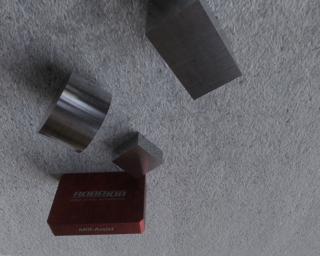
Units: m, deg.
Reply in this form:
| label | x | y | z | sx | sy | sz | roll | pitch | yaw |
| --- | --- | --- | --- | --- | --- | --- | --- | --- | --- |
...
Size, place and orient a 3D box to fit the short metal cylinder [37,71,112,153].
| label | x | y | z | sx | sy | sz | roll | pitch | yaw |
| --- | --- | --- | --- | --- | --- | --- | --- | --- | --- |
| short metal cylinder | -0.098 | -0.018 | 0.355 | 0.050 | 0.080 | 0.080 | 30 | 124 | -23 |

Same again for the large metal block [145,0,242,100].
| label | x | y | z | sx | sy | sz | roll | pitch | yaw |
| --- | --- | --- | --- | --- | --- | --- | --- | --- | --- |
| large metal block | 0.031 | -0.088 | 0.296 | 0.050 | 0.080 | 0.080 | -27 | 125 | 21 |

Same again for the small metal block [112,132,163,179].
| label | x | y | z | sx | sy | sz | roll | pitch | yaw |
| --- | --- | --- | --- | --- | --- | --- | --- | --- | --- |
| small metal block | -0.032 | 0.040 | 0.441 | 0.050 | 0.025 | 0.050 | -34 | 123 | 25 |

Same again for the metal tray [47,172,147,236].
| label | x | y | z | sx | sy | sz | roll | pitch | yaw |
| --- | --- | --- | --- | --- | --- | --- | --- | --- | --- |
| metal tray | -0.087 | 0.109 | 0.456 | 0.131 | 0.090 | 0.030 | -2 | 130 | 1 |
